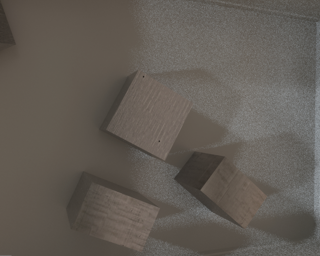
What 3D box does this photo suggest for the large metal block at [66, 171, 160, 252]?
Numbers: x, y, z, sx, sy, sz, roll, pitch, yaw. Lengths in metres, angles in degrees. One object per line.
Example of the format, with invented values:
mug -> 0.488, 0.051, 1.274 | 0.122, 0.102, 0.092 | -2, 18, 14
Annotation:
large metal block -> -0.058, 0.094, 0.360 | 0.080, 0.080, 0.050 | 26, 82, -18

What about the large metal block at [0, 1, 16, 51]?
large metal block -> -0.201, -0.114, 0.299 | 0.050, 0.080, 0.080 | -15, 97, 18

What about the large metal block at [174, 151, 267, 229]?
large metal block -> 0.077, 0.078, 0.410 | 0.080, 0.080, 0.050 | 42, 77, -15

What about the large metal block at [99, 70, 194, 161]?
large metal block -> -0.018, -0.015, 0.390 | 0.080, 0.050, 0.080 | 30, 80, -18
